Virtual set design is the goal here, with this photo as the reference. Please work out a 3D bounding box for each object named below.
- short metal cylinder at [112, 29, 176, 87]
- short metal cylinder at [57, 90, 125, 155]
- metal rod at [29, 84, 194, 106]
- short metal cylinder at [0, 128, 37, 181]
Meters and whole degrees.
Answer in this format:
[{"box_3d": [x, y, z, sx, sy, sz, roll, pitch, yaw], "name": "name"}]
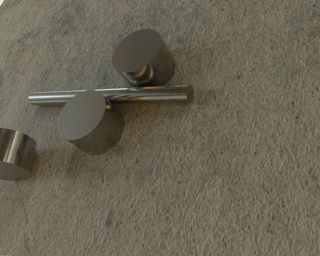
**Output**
[{"box_3d": [-0.024, -0.099, 0.461, 0.080, 0.050, 0.080, -13, 56, 21], "name": "short metal cylinder"}, {"box_3d": [-0.098, -0.008, 0.444, 0.080, 0.050, 0.080, -13, 56, 21], "name": "short metal cylinder"}, {"box_3d": [-0.092, -0.049, 0.482, 0.300, 0.025, 0.025, 1, 62, 28], "name": "metal rod"}, {"box_3d": [-0.233, 0.041, 0.466, 0.080, 0.080, 0.050, -12, 57, 22], "name": "short metal cylinder"}]
